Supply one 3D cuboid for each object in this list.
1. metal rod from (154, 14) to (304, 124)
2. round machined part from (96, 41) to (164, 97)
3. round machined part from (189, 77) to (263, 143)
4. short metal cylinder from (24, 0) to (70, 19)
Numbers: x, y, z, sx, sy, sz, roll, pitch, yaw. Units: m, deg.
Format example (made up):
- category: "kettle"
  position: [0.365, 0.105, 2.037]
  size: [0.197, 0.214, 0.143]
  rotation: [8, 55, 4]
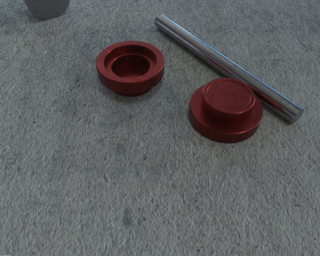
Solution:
- category: "metal rod"
  position: [0.093, -0.106, 0.492]
  size: [0.025, 0.025, 0.300]
  rotation: [-31, 57, -23]
- category: "round machined part"
  position: [-0.043, -0.084, 0.463]
  size: [0.099, 0.042, 0.098]
  rotation: [0, 50, 0]
- category: "round machined part"
  position: [0.090, -0.031, 0.418]
  size: [0.099, 0.042, 0.098]
  rotation: [0, 50, 0]
- category: "short metal cylinder"
  position: [-0.217, -0.252, 0.578]
  size: [0.081, 0.080, 0.050]
  rotation: [-25, 55, -20]
